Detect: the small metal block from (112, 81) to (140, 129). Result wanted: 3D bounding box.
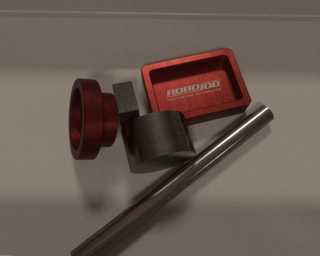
[{"bbox_3d":[-0.042,-0.023,0.397,0.025,0.050,0.050,-12,53,-6],"label":"small metal block"}]

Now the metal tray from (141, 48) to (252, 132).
[{"bbox_3d":[0.047,-0.053,0.426,0.131,0.030,0.090,-13,71,-5],"label":"metal tray"}]

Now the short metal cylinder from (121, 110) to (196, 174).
[{"bbox_3d":[-0.002,0.019,0.374,0.081,0.080,0.050,-14,71,-5],"label":"short metal cylinder"}]

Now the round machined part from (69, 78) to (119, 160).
[{"bbox_3d":[-0.081,-0.010,0.379,0.042,0.098,0.098,1,68,-26],"label":"round machined part"}]

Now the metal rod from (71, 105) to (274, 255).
[{"bbox_3d":[0.025,0.065,0.386,0.301,0.025,0.025,-36,74,-13],"label":"metal rod"}]
